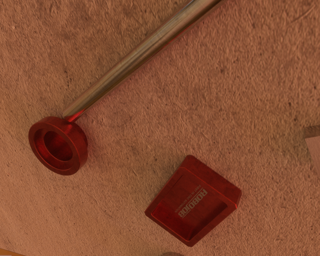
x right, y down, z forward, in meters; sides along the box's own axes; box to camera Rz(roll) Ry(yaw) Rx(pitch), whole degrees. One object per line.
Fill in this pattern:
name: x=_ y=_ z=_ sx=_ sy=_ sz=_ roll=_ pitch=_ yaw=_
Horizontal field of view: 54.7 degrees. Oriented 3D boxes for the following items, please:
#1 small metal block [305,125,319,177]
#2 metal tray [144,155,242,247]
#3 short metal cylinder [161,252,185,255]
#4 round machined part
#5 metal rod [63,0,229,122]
small metal block: x=0.186 y=0.021 z=0.322 sx=0.050 sy=0.025 sz=0.050 roll=-15 pitch=111 yaw=34
metal tray: x=0.043 y=0.109 z=0.448 sx=0.090 sy=0.030 sz=0.129 roll=36 pitch=129 yaw=4
short metal cylinder: x=0.026 y=0.265 z=0.541 sx=0.080 sy=0.050 sz=0.079 roll=13 pitch=124 yaw=21
round machined part: x=-0.155 y=0.024 z=0.493 sx=0.098 sy=0.042 sz=0.097 roll=13 pitch=124 yaw=21
metal rod: x=-0.032 y=-0.080 z=0.374 sx=0.299 sy=0.025 sz=0.025 roll=-30 pitch=102 yaw=37
